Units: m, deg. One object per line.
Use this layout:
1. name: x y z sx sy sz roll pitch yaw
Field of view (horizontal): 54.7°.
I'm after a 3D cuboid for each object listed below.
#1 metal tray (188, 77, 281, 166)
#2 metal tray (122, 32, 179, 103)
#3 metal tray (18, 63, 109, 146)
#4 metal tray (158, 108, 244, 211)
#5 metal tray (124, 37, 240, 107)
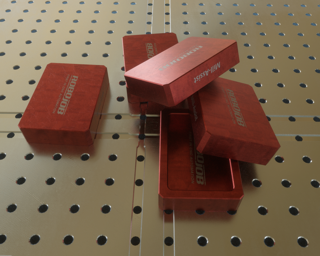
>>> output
1. metal tray: 0.085 -0.017 0.390 0.091 0.030 0.130 12 39 -13
2. metal tray: -0.010 -0.099 0.487 0.091 0.030 0.130 -5 50 -5
3. metal tray: -0.128 -0.038 0.434 0.091 0.030 0.130 3 50 2
4. metal tray: 0.045 0.033 0.376 0.091 0.030 0.130 1 50 0
5. metal tray: 0.030 -0.080 0.411 0.131 0.030 0.090 -35 36 -26
